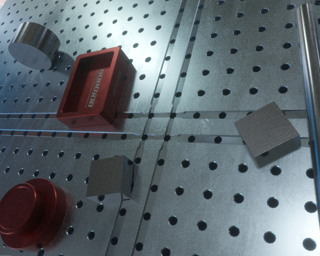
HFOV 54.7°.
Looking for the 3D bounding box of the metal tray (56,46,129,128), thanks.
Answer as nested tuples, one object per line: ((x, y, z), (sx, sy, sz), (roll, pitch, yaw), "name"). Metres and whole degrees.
((-0.107, -0.067, 0.502), (0.090, 0.030, 0.130), (-5, 59, 26), "metal tray")

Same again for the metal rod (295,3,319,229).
((0.170, -0.021, 0.331), (0.025, 0.025, 0.300), (-6, 59, 25), "metal rod")

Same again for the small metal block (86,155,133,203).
((-0.064, 0.066, 0.401), (0.050, 0.025, 0.050), (-12, 57, 21), "small metal block")

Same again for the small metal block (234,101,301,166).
((0.118, 0.006, 0.343), (0.050, 0.025, 0.050), (-29, 52, 9), "small metal block")

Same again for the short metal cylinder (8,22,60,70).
((-0.240, -0.155, 0.595), (0.080, 0.080, 0.050), (-1, 61, 28), "short metal cylinder")

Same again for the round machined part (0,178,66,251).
((-0.182, 0.114, 0.423), (0.098, 0.042, 0.098), (-13, 56, 21), "round machined part")
